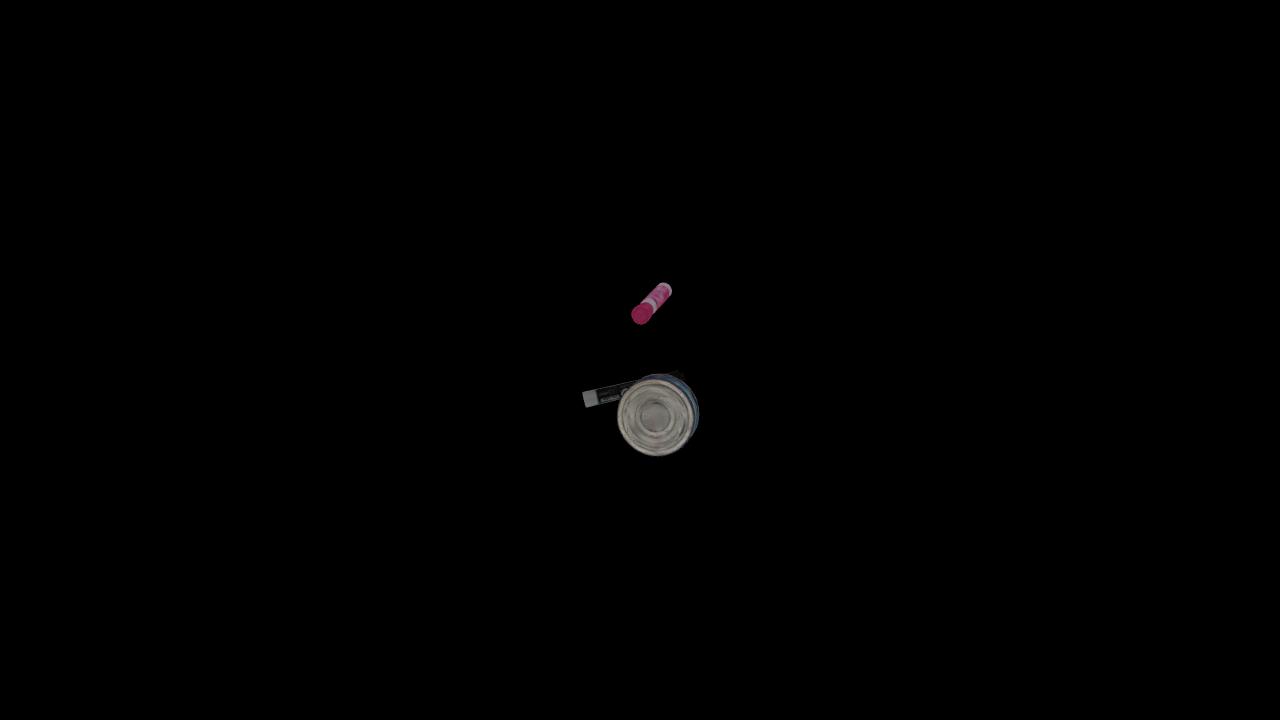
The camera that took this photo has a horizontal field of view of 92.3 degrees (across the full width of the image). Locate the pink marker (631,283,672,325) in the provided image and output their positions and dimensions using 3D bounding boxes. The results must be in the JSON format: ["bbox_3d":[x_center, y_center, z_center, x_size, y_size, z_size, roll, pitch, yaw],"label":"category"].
[{"bbox_3d":[0.013,-0.060,0.641,0.020,0.020,0.121,0,18,14],"label":"pink marker"}]

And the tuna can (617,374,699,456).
[{"bbox_3d":[0.019,0.057,0.645,0.084,0.084,0.034,0,5,13],"label":"tuna can"}]

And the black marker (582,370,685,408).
[{"bbox_3d":[-0.006,0.033,0.715,0.121,0.020,0.020,-13,2,-7],"label":"black marker"}]
